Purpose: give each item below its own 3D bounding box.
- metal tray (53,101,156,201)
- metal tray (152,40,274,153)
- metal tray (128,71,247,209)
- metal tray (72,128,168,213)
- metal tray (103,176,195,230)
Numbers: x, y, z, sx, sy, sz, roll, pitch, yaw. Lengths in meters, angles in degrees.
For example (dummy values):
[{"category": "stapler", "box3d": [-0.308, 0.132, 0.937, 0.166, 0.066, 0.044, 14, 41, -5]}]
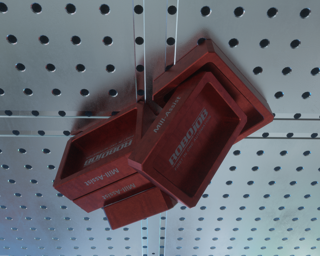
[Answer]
[{"category": "metal tray", "box3d": [-0.067, 0.028, 0.391, 0.130, 0.090, 0.030, -26, 126, 20]}, {"category": "metal tray", "box3d": [0.066, -0.032, 0.380, 0.090, 0.030, 0.130, -36, 122, 26]}, {"category": "metal tray", "box3d": [0.036, 0.012, 0.348, 0.090, 0.030, 0.130, 43, 73, -30]}, {"category": "metal tray", "box3d": [-0.050, 0.048, 0.407, 0.130, 0.090, 0.030, -26, 126, 20]}, {"category": "metal tray", "box3d": [-0.007, 0.093, 0.430, 0.090, 0.131, 0.030, -25, 84, 20]}]
